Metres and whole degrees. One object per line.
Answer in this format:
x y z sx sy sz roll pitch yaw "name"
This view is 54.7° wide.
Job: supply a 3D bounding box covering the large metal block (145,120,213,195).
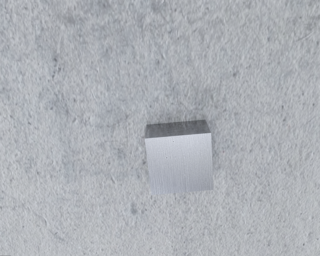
0.025 0.038 0.411 0.080 0.050 0.079 -5 110 1 "large metal block"
